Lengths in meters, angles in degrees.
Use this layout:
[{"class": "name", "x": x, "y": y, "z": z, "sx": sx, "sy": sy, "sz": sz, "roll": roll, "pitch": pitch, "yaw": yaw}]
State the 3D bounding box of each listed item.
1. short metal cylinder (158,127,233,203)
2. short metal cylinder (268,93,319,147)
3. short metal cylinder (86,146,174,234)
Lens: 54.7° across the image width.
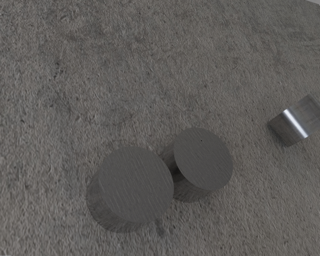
[{"class": "short metal cylinder", "x": 0.042, "y": 0.046, "z": 0.382, "sx": 0.081, "sy": 0.050, "sz": 0.080, "roll": 14, "pitch": 56, "yaw": -21}, {"class": "short metal cylinder", "x": 0.222, "y": -0.012, "z": 0.495, "sx": 0.081, "sy": 0.080, "sz": 0.050, "roll": -26, "pitch": 76, "yaw": -37}, {"class": "short metal cylinder", "x": -0.032, "y": 0.066, "z": 0.330, "sx": 0.081, "sy": 0.050, "sz": 0.080, "roll": 14, "pitch": 56, "yaw": -21}]
